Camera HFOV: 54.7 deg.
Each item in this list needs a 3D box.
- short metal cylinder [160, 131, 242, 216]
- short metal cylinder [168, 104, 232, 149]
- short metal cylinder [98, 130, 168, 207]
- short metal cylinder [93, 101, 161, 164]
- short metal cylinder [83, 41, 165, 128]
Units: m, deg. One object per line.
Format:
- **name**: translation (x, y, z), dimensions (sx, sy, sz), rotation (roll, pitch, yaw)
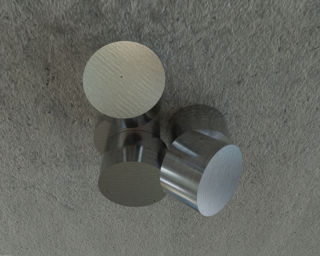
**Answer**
- **short metal cylinder**: translation (0.046, 0.048, 0.339), dimensions (0.050, 0.080, 0.080), rotation (21, 145, 41)
- **short metal cylinder**: translation (0.051, 0.016, 0.406), dimensions (0.081, 0.050, 0.079), rotation (0, 130, 0)
- **short metal cylinder**: translation (-0.029, 0.049, 0.367), dimensions (0.081, 0.050, 0.079), rotation (0, 130, 0)
- **short metal cylinder**: translation (-0.040, 0.000, 0.391), dimensions (0.081, 0.050, 0.079), rotation (0, 130, 0)
- **short metal cylinder**: translation (-0.035, -0.043, 0.327), dimensions (0.081, 0.080, 0.050), rotation (0, 169, -1)
